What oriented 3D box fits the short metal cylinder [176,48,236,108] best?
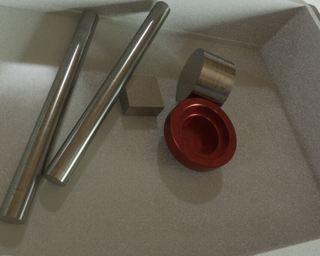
[{"bbox_3d":[0.064,-0.068,0.449,0.050,0.080,0.080,19,54,-18],"label":"short metal cylinder"}]

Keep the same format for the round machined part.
[{"bbox_3d":[0.049,0.012,0.412,0.099,0.042,0.098,11,62,-22],"label":"round machined part"}]

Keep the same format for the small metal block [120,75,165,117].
[{"bbox_3d":[-0.027,-0.044,0.419,0.050,0.025,0.050,-1,62,-29],"label":"small metal block"}]

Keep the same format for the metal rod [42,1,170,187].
[{"bbox_3d":[-0.051,-0.063,0.388,0.025,0.025,0.300,31,58,-9],"label":"metal rod"}]

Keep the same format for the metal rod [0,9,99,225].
[{"bbox_3d":[-0.118,-0.039,0.366,0.025,0.025,0.300,20,54,-17],"label":"metal rod"}]
